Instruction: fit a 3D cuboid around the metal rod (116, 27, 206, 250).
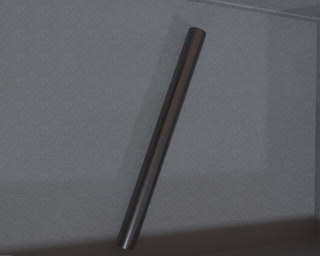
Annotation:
[{"bbox_3d":[0.004,0.008,0.409,0.025,0.025,0.299,21,83,-19],"label":"metal rod"}]
